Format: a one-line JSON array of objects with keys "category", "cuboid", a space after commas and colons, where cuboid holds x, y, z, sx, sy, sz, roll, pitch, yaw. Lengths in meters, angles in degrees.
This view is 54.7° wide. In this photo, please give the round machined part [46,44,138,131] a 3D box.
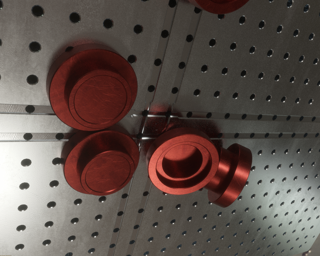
[{"category": "round machined part", "cuboid": [-0.070, -0.038, 0.339, 0.099, 0.042, 0.097, -14, 125, -21]}]

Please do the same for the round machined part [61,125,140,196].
[{"category": "round machined part", "cuboid": [-0.071, 0.046, 0.391, 0.099, 0.042, 0.097, -14, 125, -21]}]

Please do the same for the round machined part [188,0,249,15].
[{"category": "round machined part", "cuboid": [0.061, -0.175, 0.327, 0.099, 0.042, 0.097, -14, 125, -21]}]

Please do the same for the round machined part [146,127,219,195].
[{"category": "round machined part", "cuboid": [0.029, 0.042, 0.433, 0.099, 0.042, 0.097, -5, 118, -9]}]

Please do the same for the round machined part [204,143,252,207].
[{"category": "round machined part", "cuboid": [0.095, 0.067, 0.470, 0.042, 0.098, 0.097, 25, 107, -4]}]
